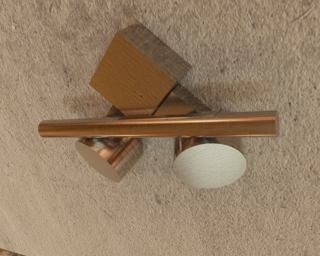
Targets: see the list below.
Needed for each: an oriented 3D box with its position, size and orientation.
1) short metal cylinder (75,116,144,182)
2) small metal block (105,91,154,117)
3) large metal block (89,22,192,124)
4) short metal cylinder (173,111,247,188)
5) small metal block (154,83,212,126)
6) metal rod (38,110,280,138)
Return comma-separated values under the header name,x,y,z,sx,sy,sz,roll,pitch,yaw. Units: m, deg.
name,x,y,z,sx,sy,sz,roll,pitch,yaw
short metal cylinder,-0.070,0.030,0.429,0.080,0.050,0.080,31,153,19
small metal block,-0.038,-0.020,0.416,0.050,0.025,0.050,40,128,1
large metal block,-0.024,-0.062,0.364,0.080,0.050,0.080,41,129,0
short metal cylinder,0.056,0.027,0.361,0.080,0.050,0.080,1,135,2
small metal block,0.026,-0.018,0.383,0.050,0.025,0.050,40,129,1
metal rod,-0.025,-0.001,0.354,0.300,0.025,0.025,-1,118,28
